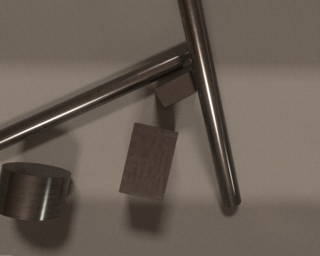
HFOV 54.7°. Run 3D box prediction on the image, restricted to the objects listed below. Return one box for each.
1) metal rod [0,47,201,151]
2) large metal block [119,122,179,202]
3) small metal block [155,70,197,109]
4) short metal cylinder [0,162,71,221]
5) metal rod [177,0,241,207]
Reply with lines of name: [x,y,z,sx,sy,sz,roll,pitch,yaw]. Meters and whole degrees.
metal rod: [-0.083,-0.041,0.410,0.301,0.025,0.025,-24,90,-1]
large metal block: [-0.013,0.038,0.384,0.050,0.080,0.080,13,90,0]
small metal block: [0.021,-0.047,0.399,0.050,0.050,0.025,-28,91,0]
short metal cylinder: [-0.155,0.075,0.382,0.080,0.080,0.050,11,90,-1]
metal rod: [0.059,-0.038,0.366,0.025,0.025,0.298,-16,109,0]
